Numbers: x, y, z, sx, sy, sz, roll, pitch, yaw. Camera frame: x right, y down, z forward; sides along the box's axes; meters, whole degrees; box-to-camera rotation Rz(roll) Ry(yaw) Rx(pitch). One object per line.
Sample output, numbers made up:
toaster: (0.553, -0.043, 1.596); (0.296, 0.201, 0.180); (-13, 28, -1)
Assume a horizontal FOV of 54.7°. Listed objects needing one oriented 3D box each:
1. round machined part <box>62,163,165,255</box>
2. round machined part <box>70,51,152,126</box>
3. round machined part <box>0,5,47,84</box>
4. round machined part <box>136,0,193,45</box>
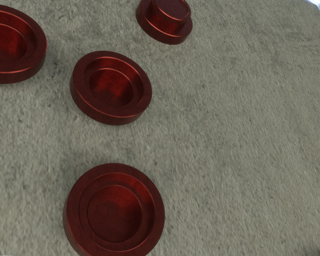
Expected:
round machined part: (-0.048, 0.089, 0.314); (0.099, 0.042, 0.098); (14, 56, -21)
round machined part: (-0.063, -0.045, 0.388); (0.099, 0.042, 0.098); (14, 56, -21)
round machined part: (-0.182, -0.089, 0.350); (0.099, 0.042, 0.098); (14, 56, -21)
round machined part: (0.013, -0.191, 0.518); (0.099, 0.042, 0.098); (14, 56, -21)
